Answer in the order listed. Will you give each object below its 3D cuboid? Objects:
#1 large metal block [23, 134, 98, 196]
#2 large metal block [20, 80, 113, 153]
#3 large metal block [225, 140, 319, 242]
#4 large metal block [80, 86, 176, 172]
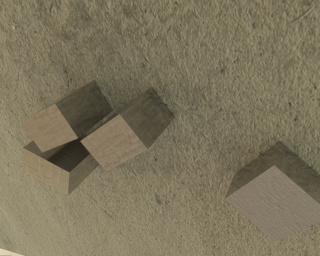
[{"bbox_3d":[-0.148,0.044,0.477,0.080,0.080,0.050,25,127,12],"label":"large metal block"},{"bbox_3d":[-0.127,-0.017,0.428,0.080,0.080,0.050,-19,108,35],"label":"large metal block"},{"bbox_3d":[0.139,0.076,0.364,0.080,0.050,0.080,41,129,0],"label":"large metal block"},{"bbox_3d":[-0.039,0.001,0.392,0.080,0.080,0.050,-30,102,38],"label":"large metal block"}]
